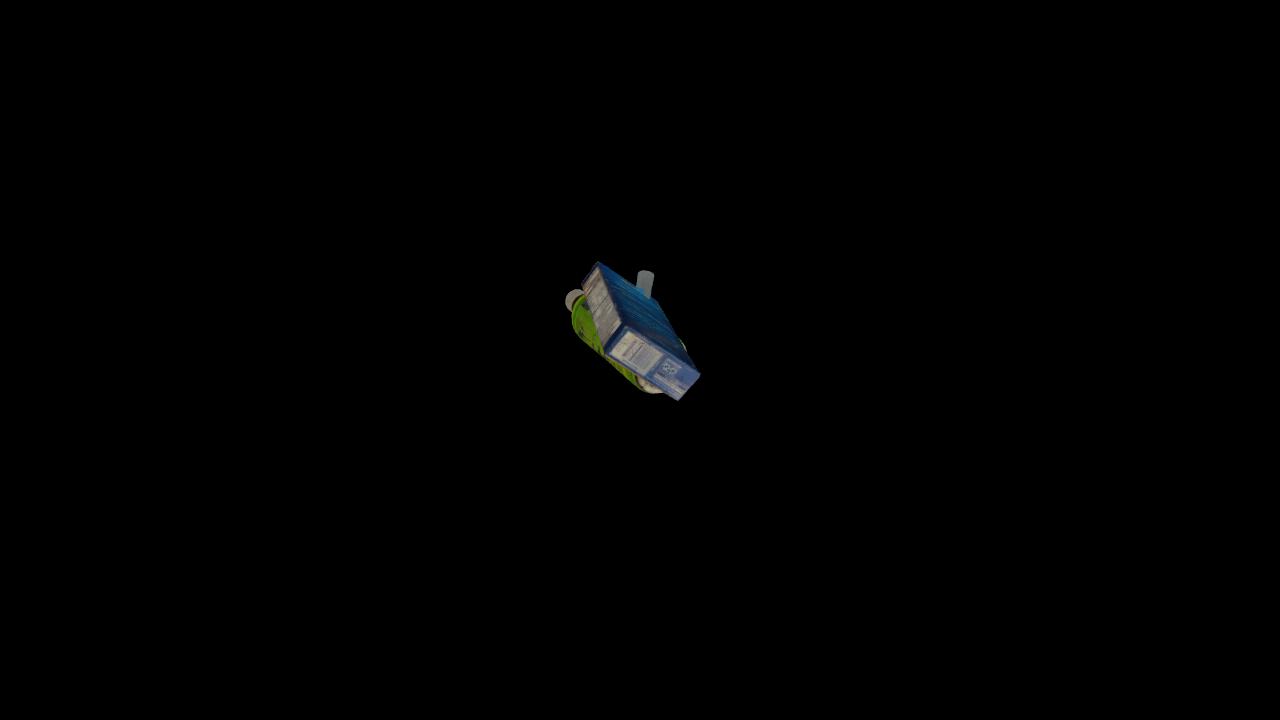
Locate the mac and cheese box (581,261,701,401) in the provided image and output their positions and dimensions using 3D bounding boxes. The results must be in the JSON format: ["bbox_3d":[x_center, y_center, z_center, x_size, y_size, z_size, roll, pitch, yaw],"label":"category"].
[{"bbox_3d":[-0.005,-0.037,0.639,0.093,0.041,0.184,31,17,-24],"label":"mac and cheese box"}]

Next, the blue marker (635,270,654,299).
[{"bbox_3d":[-0.002,-0.047,0.722,0.020,0.121,0.020,7,32,-5],"label":"blue marker"}]

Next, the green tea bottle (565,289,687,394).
[{"bbox_3d":[-0.029,-0.036,0.719,0.073,0.073,0.212,0,26,-33],"label":"green tea bottle"}]
